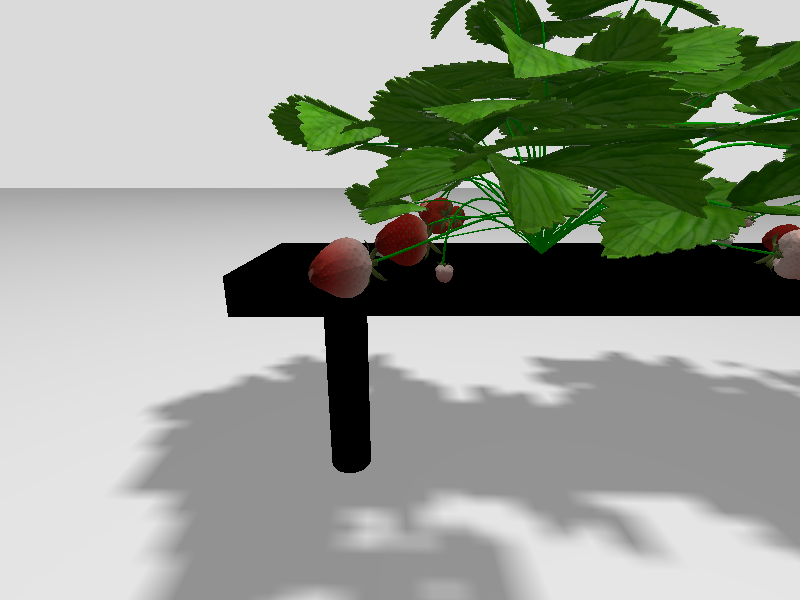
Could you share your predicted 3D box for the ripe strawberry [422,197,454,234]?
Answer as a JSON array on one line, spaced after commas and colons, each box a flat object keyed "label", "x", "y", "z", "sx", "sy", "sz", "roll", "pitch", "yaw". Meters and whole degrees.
[{"label": "ripe strawberry", "x": 0.043, "y": -0.100, "z": 0.472, "sx": 0.037, "sy": 0.042, "sz": 0.040, "roll": -11, "pitch": 20, "yaw": -31}]

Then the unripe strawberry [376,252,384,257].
[{"label": "unripe strawberry", "x": -0.015, "y": -0.041, "z": 0.334, "sx": 0.014, "sy": 0.013, "sz": 0.013, "roll": -16, "pitch": 19, "yaw": -3}]

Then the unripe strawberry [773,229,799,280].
[{"label": "unripe strawberry", "x": 0.262, "y": -0.029, "z": 0.257, "sx": 0.032, "sy": 0.033, "sz": 0.029, "roll": 12, "pitch": 21, "yaw": 33}]

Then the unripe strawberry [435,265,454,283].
[{"label": "unripe strawberry", "x": 0.028, "y": -0.017, "z": 0.251, "sx": 0.013, "sy": 0.011, "sz": 0.011, "roll": 15, "pitch": 23, "yaw": 40}]

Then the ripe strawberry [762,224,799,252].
[{"label": "ripe strawberry", "x": 0.336, "y": -0.054, "z": 0.354, "sx": 0.027, "sy": 0.026, "sz": 0.025, "roll": 0, "pitch": 17, "yaw": 1}]

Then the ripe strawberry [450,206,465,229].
[{"label": "ripe strawberry", "x": 0.069, "y": -0.105, "z": 0.511, "sx": 0.026, "sy": 0.030, "sz": 0.028, "roll": -6, "pitch": 17, "yaw": -17}]

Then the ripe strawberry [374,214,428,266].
[{"label": "ripe strawberry", "x": 0.000, "y": -0.046, "z": 0.307, "sx": 0.041, "sy": 0.040, "sz": 0.038, "roll": -7, "pitch": 18, "yaw": -18}]

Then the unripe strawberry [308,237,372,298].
[{"label": "unripe strawberry", "x": -0.034, "y": -0.017, "z": 0.223, "sx": 0.036, "sy": 0.035, "sz": 0.033, "roll": -14, "pitch": 22, "yaw": -37}]

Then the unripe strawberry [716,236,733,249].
[{"label": "unripe strawberry", "x": 0.268, "y": -0.048, "z": 0.331, "sx": 0.011, "sy": 0.011, "sz": 0.011, "roll": 2, "pitch": 17, "yaw": 8}]

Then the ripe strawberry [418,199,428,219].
[{"label": "ripe strawberry", "x": 0.042, "y": -0.128, "z": 0.583, "sx": 0.033, "sy": 0.035, "sz": 0.036, "roll": -6, "pitch": -1, "yaw": -18}]
